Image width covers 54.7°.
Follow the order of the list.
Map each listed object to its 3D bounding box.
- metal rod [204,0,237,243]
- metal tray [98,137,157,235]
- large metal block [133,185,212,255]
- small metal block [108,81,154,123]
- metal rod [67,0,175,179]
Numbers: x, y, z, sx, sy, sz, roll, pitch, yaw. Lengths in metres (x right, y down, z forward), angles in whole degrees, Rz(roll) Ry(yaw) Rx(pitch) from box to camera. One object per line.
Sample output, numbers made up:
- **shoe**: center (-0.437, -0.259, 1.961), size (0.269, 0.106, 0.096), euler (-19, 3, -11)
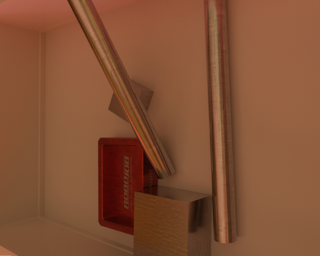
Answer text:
- **metal rod**: center (0.067, -0.025, 0.349), size (0.025, 0.025, 0.298), euler (-4, 88, 39)
- **metal tray**: center (-0.047, 0.079, 0.440), size (0.090, 0.030, 0.129), euler (0, 90, 39)
- **large metal block**: center (0.015, 0.119, 0.377), size (0.080, 0.050, 0.079), euler (2, 91, 39)
- **small metal block**: center (-0.042, -0.039, 0.439), size (0.050, 0.025, 0.050), euler (32, 109, 35)
- **metal rod**: center (-0.055, -0.071, 0.367), size (0.025, 0.025, 0.299), euler (-15, 107, 39)
